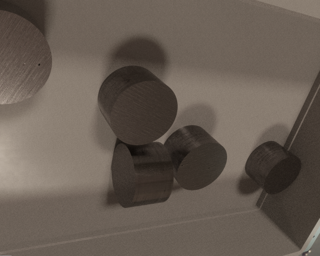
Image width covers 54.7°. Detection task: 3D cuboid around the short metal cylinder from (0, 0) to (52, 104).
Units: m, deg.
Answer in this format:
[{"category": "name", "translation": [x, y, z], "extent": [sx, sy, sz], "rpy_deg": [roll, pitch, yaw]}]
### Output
[{"category": "short metal cylinder", "translation": [-0.142, -0.068, 0.274], "extent": [0.081, 0.050, 0.079], "rpy_deg": [-14, 125, -21]}]

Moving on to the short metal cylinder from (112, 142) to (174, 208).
[{"category": "short metal cylinder", "translation": [-0.025, 0.058, 0.397], "extent": [0.050, 0.080, 0.079], "rpy_deg": [-1, 119, -28]}]

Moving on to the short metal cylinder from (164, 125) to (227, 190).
[{"category": "short metal cylinder", "translation": [0.049, 0.043, 0.448], "extent": [0.081, 0.050, 0.079], "rpy_deg": [-14, 125, -21]}]

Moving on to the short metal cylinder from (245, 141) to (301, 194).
[{"category": "short metal cylinder", "translation": [0.199, 0.070, 0.548], "extent": [0.081, 0.050, 0.079], "rpy_deg": [-14, 125, -21]}]

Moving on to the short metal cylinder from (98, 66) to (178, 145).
[{"category": "short metal cylinder", "translation": [-0.027, -0.027, 0.363], "extent": [0.081, 0.050, 0.079], "rpy_deg": [-14, 125, -21]}]
